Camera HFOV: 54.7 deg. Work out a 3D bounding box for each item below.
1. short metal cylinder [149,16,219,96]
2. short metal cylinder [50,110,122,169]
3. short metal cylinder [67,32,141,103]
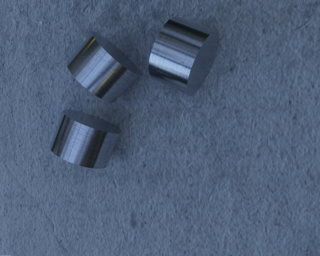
[{"bbox_3d":[0.030,-0.085,0.369,0.050,0.080,0.080,27,99,17],"label":"short metal cylinder"},{"bbox_3d":[-0.098,0.014,0.413,0.080,0.080,0.050,25,98,18],"label":"short metal cylinder"},{"bbox_3d":[-0.072,-0.079,0.404,0.050,0.080,0.080,-46,76,14],"label":"short metal cylinder"}]
